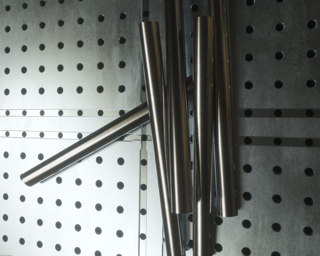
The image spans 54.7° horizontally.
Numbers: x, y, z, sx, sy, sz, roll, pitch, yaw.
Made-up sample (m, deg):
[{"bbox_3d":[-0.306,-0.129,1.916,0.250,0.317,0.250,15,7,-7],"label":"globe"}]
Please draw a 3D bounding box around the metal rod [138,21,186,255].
[{"bbox_3d":[0.004,0.021,0.390,0.025,0.025,0.298,-5,96,19],"label":"metal rod"}]

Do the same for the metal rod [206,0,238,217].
[{"bbox_3d":[0.076,-0.042,0.385,0.025,0.025,0.298,-3,89,19],"label":"metal rod"}]

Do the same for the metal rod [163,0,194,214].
[{"bbox_3d":[0.021,-0.051,0.377,0.025,0.025,0.298,-5,81,19],"label":"metal rod"}]

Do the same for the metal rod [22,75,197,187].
[{"bbox_3d":[-0.078,0.011,0.438,0.300,0.025,0.025,-29,81,17],"label":"metal rod"}]

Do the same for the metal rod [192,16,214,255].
[{"bbox_3d":[0.053,0.020,0.379,0.025,0.025,0.298,1,96,19],"label":"metal rod"}]
